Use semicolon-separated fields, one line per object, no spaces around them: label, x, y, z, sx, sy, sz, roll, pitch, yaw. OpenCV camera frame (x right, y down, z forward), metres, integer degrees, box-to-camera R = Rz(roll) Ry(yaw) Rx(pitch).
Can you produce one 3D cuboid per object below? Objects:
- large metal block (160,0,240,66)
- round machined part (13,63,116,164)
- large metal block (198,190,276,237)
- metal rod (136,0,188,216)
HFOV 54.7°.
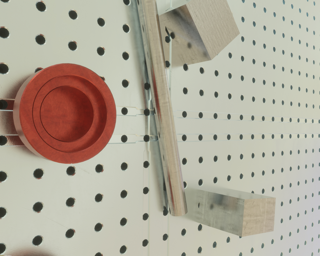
large metal block;0.059;-0.148;0.442;0.080;0.050;0.080;-45;117;-31
round machined part;-0.098;-0.014;0.316;0.099;0.042;0.097;0;90;-40
large metal block;0.117;0.125;0.471;0.081;0.080;0.050;9;85;-40
metal rod;0.003;-0.029;0.411;0.025;0.025;0.298;-15;100;-39
